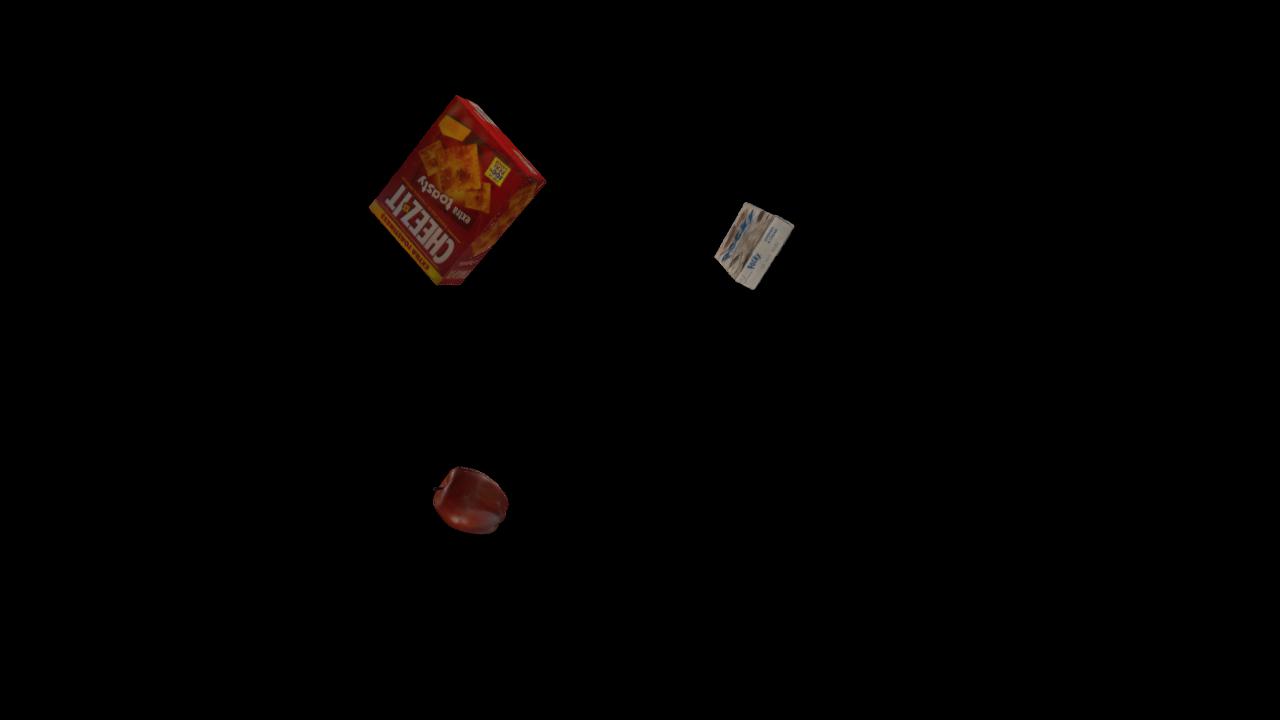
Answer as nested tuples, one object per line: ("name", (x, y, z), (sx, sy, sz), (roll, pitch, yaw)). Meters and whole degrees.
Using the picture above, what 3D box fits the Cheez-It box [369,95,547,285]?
("Cheez-It box", (-0.271, -0.244, 0.910), (0.223, 0.166, 0.071), (-43, -7, 18))

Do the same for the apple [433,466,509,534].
("apple", (-0.212, 0.176, 0.765), (0.093, 0.079, 0.079), (30, -8, -15))

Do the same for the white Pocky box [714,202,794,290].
("white Pocky box", (0.131, -0.139, 0.731), (0.028, 0.084, 0.154), (26, 16, -12))
